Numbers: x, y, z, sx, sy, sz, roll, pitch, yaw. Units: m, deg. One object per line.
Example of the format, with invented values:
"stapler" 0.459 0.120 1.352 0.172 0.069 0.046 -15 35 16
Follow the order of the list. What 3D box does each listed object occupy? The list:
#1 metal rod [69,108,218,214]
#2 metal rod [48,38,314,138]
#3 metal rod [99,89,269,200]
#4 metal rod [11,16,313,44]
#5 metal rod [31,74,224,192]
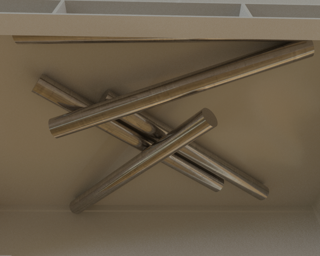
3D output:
"metal rod" -0.042 0.060 0.432 0.025 0.025 0.299 34 130 -26
"metal rod" 0.018 -0.044 0.350 0.301 0.025 0.025 -17 129 6
"metal rod" 0.049 0.034 0.438 0.301 0.025 0.025 31 123 -24
"metal rod" 0.003 -0.101 0.322 0.302 0.025 0.025 -1 130 0
"metal rod" -0.026 0.018 0.423 0.301 0.025 0.025 31 123 -24
